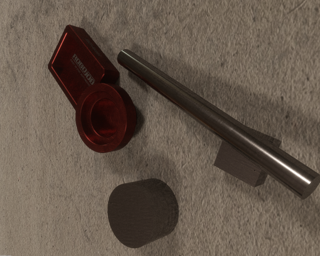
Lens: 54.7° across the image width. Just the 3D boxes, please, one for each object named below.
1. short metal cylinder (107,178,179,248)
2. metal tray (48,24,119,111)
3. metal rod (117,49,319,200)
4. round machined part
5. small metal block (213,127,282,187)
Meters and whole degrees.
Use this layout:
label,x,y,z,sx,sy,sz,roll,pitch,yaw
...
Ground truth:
label,x,y,z,sx,sy,sz,roll,pitch,yaw
short metal cylinder,-0.023,0.109,0.405,0.080,0.050,0.079,0,90,39
metal tray,-0.129,-0.094,0.504,0.130,0.030,0.090,51,120,27
metal rod,0.037,-0.026,0.348,0.300,0.025,0.025,41,115,40
round machined part,-0.072,-0.015,0.446,0.098,0.042,0.097,3,96,33
small metal block,0.092,0.027,0.328,0.050,0.025,0.050,28,107,36
